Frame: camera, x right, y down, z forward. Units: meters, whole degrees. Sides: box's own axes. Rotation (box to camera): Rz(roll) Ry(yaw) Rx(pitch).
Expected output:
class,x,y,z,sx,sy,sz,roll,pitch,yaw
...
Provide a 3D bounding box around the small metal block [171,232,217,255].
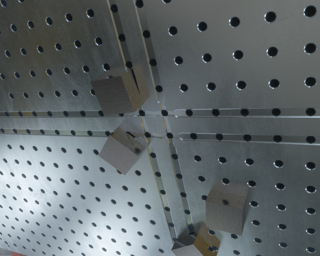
class,x,y,z,sx,sy,sz,roll,pitch,yaw
small metal block,0.056,0.203,0.506,0.050,0.025,0.050,-33,100,38

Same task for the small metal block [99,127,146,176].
class,x,y,z,sx,sy,sz,roll,pitch,yaw
small metal block,-0.057,0.035,0.461,0.050,0.025,0.050,36,129,3

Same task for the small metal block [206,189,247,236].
class,x,y,z,sx,sy,sz,roll,pitch,yaw
small metal block,0.093,0.118,0.435,0.050,0.025,0.050,8,122,23

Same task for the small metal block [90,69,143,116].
class,x,y,z,sx,sy,sz,roll,pitch,yaw
small metal block,-0.057,-0.046,0.411,0.050,0.025,0.050,-5,116,30
